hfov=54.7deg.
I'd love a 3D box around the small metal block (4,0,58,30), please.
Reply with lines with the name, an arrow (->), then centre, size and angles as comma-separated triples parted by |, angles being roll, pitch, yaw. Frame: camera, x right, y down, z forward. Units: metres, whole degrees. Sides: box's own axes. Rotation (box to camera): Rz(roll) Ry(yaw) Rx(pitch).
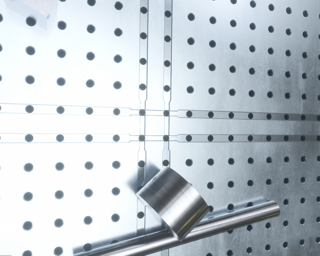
small metal block -> -0.144, -0.141, 0.346 | 0.050, 0.050, 0.025 | 29, 81, -18

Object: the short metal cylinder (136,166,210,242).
short metal cylinder -> 0.016, 0.095, 0.390 | 0.050, 0.080, 0.080 | -42, 104, -15

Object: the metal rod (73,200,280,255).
metal rod -> 0.037, 0.146, 0.427 | 0.303, 0.025, 0.025 | -8, 93, -20
